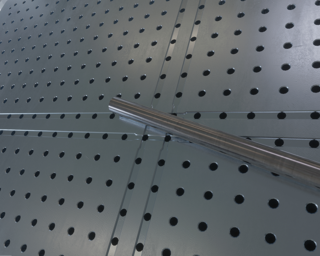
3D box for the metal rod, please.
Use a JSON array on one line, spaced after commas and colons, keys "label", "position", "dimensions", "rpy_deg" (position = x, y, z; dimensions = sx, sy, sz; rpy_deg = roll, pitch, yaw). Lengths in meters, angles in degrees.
[{"label": "metal rod", "position": [0.047, 0.007, 0.379], "dimensions": [0.300, 0.025, 0.025], "rpy_deg": [20, 73, 35]}]
